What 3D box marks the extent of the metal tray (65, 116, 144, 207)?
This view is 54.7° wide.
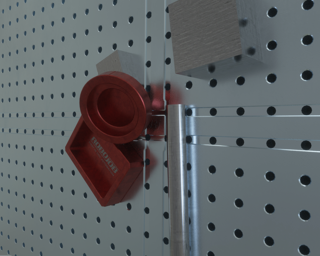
[{"bbox_3d":[-0.090,0.043,0.477,0.130,0.030,0.089,48,118,29],"label":"metal tray"}]

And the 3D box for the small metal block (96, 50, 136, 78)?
[{"bbox_3d":[-0.065,-0.081,0.461,0.050,0.025,0.050,-23,76,37],"label":"small metal block"}]

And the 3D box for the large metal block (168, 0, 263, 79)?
[{"bbox_3d":[0.060,-0.105,0.342,0.080,0.050,0.080,-9,84,39],"label":"large metal block"}]

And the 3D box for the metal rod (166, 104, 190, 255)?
[{"bbox_3d":[0.024,0.120,0.387,0.025,0.025,0.298,-3,88,39],"label":"metal rod"}]

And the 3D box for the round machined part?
[{"bbox_3d":[-0.057,-0.031,0.425,0.098,0.042,0.097,8,116,18],"label":"round machined part"}]
